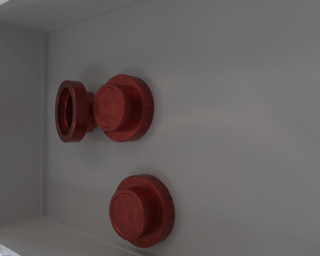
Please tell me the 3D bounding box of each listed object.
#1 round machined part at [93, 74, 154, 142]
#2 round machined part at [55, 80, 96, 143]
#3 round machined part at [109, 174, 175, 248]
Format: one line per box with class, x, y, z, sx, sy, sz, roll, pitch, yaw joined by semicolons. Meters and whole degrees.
round machined part;-0.059;-0.028;0.445;0.098;0.042;0.097;0;90;40
round machined part;-0.131;-0.026;0.495;0.098;0.042;0.097;0;90;55
round machined part;-0.031;0.114;0.422;0.098;0.042;0.097;0;90;40
